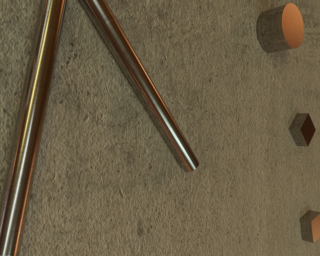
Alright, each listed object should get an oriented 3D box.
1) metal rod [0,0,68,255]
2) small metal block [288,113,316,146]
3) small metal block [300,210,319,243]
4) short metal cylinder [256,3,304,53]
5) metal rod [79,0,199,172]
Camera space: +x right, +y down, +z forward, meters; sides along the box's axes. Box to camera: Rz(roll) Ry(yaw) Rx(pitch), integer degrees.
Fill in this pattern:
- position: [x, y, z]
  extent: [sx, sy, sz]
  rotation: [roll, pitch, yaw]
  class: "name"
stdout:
- position: [-0.126, 0.003, 0.298]
  extent: [0.025, 0.025, 0.298]
  rotation: [14, 81, -39]
  class: "metal rod"
- position: [0.303, 0.004, 0.659]
  extent: [0.050, 0.025, 0.050]
  rotation: [-52, 120, -27]
  class: "small metal block"
- position: [0.337, 0.218, 0.688]
  extent: [0.050, 0.025, 0.050]
  rotation: [-16, 100, -39]
  class: "small metal block"
- position: [0.224, -0.184, 0.575]
  extent: [0.081, 0.050, 0.079]
  rotation: [0, 90, -40]
  class: "short metal cylinder"
- position: [-0.027, -0.063, 0.382]
  extent: [0.025, 0.025, 0.299]
  rotation: [-46, 118, -30]
  class: "metal rod"
